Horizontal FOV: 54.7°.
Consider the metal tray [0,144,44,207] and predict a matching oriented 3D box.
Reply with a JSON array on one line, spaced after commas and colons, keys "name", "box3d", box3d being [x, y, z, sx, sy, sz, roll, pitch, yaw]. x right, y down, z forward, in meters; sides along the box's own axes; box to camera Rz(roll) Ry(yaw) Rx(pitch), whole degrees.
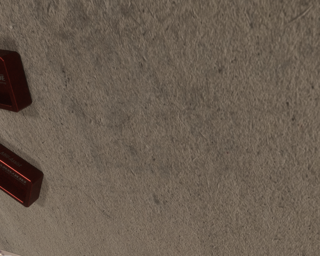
[{"name": "metal tray", "box3d": [-0.297, 0.090, 0.611, 0.130, 0.030, 0.089, 32, 128, 6]}]

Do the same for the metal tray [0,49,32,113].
[{"name": "metal tray", "box3d": [-0.274, -0.081, 0.494, 0.130, 0.030, 0.089, 12, 124, 21]}]
